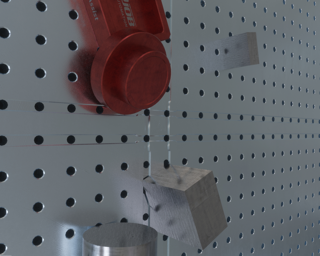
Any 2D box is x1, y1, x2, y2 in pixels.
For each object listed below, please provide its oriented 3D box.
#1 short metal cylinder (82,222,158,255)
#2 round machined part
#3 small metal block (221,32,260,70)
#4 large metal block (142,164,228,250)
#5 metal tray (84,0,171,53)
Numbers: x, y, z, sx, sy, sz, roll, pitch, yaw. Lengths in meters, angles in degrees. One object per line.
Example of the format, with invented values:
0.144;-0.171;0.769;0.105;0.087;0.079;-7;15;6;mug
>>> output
-0.043;0.140;0.337;0.081;0.080;0.050;1;89;-40;short metal cylinder
-0.025;-0.059;0.352;0.099;0.042;0.097;-29;134;-35;round machined part
0.129;-0.124;0.500;0.025;0.050;0.050;-15;100;-39;small metal block
0.031;0.097;0.399;0.050;0.080;0.080;-28;108;-37;large metal block
-0.045;-0.159;0.367;0.091;0.030;0.129;-28;107;-37;metal tray
